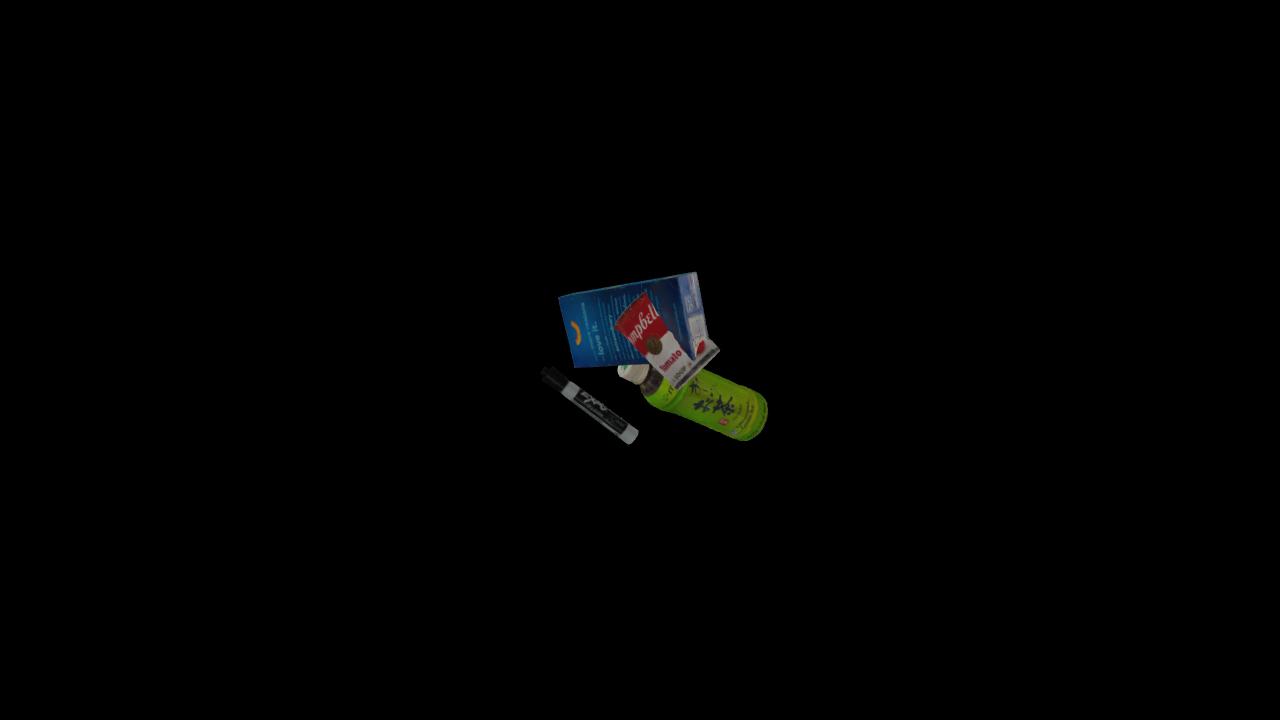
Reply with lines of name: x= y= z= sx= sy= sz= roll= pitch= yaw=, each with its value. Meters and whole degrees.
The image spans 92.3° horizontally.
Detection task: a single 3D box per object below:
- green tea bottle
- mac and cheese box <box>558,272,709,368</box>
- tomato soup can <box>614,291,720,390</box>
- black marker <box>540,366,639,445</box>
green tea bottle: x=0.065 y=0.040 z=0.766 sx=0.212 sy=0.073 sz=0.073 roll=24 pitch=-12 yaw=-29
mac and cheese box: x=-0.010 y=-0.041 z=0.702 sx=0.184 sy=0.093 sz=0.041 roll=-3 pitch=15 yaw=41
tomato soup can: x=0.030 y=-0.024 z=0.677 sx=0.068 sy=0.101 sz=0.068 roll=-43 pitch=-5 yaw=-5
black marker: x=-0.053 y=0.046 z=0.642 sx=0.121 sy=0.020 sz=0.020 roll=38 pitch=-9 yaw=-12
